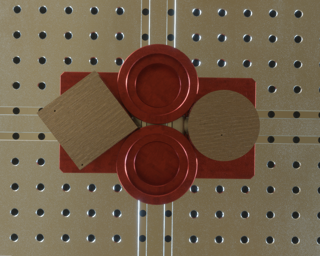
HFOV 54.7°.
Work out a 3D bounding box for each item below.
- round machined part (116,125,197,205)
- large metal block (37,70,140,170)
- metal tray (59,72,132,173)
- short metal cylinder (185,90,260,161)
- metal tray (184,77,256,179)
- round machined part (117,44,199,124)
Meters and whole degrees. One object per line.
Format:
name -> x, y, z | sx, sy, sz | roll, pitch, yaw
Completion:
round machined part -> -0.004, 0.045, 0.396 | 0.099, 0.042, 0.097 | 0, 90, 0
large metal block -> -0.081, -0.009, 0.370 | 0.080, 0.050, 0.080 | -37, 90, 0
metal tray -> -0.083, -0.007, 0.410 | 0.091, 0.030, 0.129 | 1, 90, -2
short metal cylinder -> 0.071, -0.003, 0.370 | 0.081, 0.050, 0.079 | 0, 90, 0
metal tray -> 0.077, 0.000, 0.409 | 0.091, 0.030, 0.129 | 1, 90, 0
round machined part -> -0.002, -0.054, 0.396 | 0.099, 0.042, 0.097 | 0, 90, 0
